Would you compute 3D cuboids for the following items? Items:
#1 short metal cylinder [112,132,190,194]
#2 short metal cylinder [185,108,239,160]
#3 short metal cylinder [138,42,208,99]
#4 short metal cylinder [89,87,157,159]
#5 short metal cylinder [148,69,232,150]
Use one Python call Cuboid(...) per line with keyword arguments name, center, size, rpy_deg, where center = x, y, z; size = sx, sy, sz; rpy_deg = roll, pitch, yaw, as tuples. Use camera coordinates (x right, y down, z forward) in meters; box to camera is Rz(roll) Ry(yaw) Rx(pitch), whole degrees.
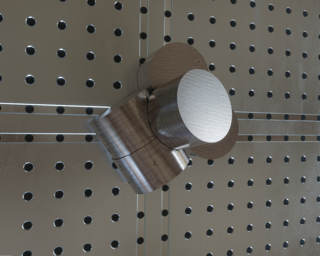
Cuboid(name="short metal cylinder", center=(-0.011, 0.036, 0.380), size=(0.080, 0.080, 0.050), rpy_deg=(-35, 102, -17))
Cuboid(name="short metal cylinder", center=(0.058, 0.001, 0.421), size=(0.081, 0.050, 0.079), rpy_deg=(0, 90, -21))
Cuboid(name="short metal cylinder", center=(0.016, -0.066, 0.405), size=(0.081, 0.050, 0.079), rpy_deg=(0, 90, -21))
Cuboid(name="short metal cylinder", center=(-0.037, -0.007, 0.371), size=(0.080, 0.080, 0.050), rpy_deg=(-36, 102, -17))
Cuboid(name="short metal cylinder", center=(0.034, -0.019, 0.344), size=(0.081, 0.050, 0.080), rpy_deg=(11, 72, -36))
